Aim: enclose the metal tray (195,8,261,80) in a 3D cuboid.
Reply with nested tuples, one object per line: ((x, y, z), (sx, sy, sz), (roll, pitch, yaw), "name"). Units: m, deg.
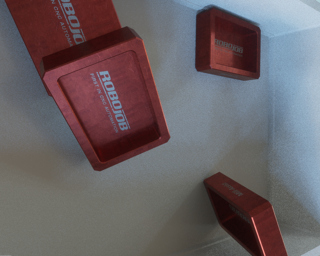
((0.113, -0.129, 0.500), (0.131, 0.030, 0.089), (2, 89, -40), "metal tray")

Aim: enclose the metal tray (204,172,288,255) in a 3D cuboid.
((0.114, 0.124, 0.435), (0.030, 0.130, 0.090), (-25, 106, -13), "metal tray")

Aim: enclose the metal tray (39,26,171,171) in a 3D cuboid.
((-0.048, -0.023, 0.310), (0.091, 0.030, 0.129), (-23, 131, -8), "metal tray")

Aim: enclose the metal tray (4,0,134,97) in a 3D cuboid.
((-0.089, -0.105, 0.303), (0.091, 0.030, 0.129), (-22, 107, -9), "metal tray")
